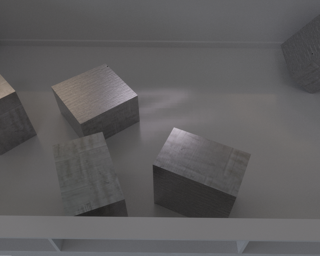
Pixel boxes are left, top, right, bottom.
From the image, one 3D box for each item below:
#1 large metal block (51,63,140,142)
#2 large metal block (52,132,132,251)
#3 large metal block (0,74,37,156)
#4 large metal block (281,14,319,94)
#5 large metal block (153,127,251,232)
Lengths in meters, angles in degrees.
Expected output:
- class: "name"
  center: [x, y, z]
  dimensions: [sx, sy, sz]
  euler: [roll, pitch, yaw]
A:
- class: "large metal block"
  center: [-0.084, -0.031, 0.415]
  dimensions: [0.081, 0.050, 0.080]
  euler: [-30, 56, -23]
- class: "large metal block"
  center: [-0.068, 0.064, 0.315]
  dimensions: [0.050, 0.080, 0.080]
  euler: [-16, 52, -13]
- class: "large metal block"
  center: [-0.210, -0.026, 0.390]
  dimensions: [0.050, 0.080, 0.080]
  euler: [-35, 58, -26]
- class: "large metal block"
  center: [0.234, -0.112, 0.455]
  dimensions: [0.050, 0.080, 0.080]
  euler: [27, 45, -24]
- class: "large metal block"
  center: [0.040, 0.055, 0.323]
  dimensions: [0.080, 0.080, 0.050]
  euler: [19, 53, 15]
